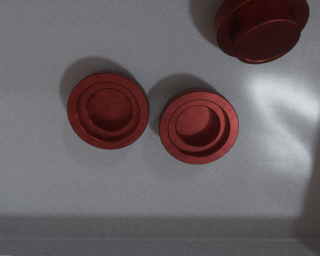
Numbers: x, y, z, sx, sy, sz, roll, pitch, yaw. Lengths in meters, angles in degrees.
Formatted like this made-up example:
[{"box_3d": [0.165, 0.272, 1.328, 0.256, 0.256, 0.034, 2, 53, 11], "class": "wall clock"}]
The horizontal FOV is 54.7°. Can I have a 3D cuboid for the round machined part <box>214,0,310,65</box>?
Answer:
[{"box_3d": [0.111, -0.106, 0.336, 0.099, 0.042, 0.098, -6, 154, -3], "class": "round machined part"}]

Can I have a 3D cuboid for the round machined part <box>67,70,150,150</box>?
[{"box_3d": [-0.062, -0.025, 0.392, 0.099, 0.042, 0.097, 0, 110, -1], "class": "round machined part"}]

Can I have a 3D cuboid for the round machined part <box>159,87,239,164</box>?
[{"box_3d": [0.048, -0.005, 0.401, 0.099, 0.042, 0.097, 0, 110, -1], "class": "round machined part"}]
